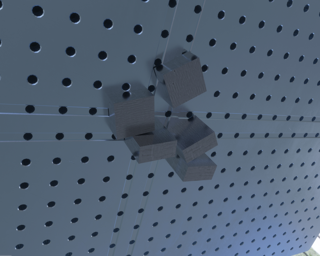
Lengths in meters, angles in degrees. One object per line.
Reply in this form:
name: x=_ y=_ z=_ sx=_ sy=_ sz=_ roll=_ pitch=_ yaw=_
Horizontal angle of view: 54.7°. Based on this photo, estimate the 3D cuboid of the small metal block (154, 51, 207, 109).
small metal block: x=0.027 y=-0.060 z=0.390 sx=0.050 sy=0.025 sz=0.050 roll=-28 pitch=128 yaw=-11

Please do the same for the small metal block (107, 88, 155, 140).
small metal block: x=-0.035 y=-0.018 z=0.382 sx=0.050 sy=0.025 sz=0.050 roll=-14 pitch=124 yaw=-21

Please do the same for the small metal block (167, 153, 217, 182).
small metal block: x=0.046 y=0.052 z=0.455 sx=0.050 sy=0.050 sz=0.025 roll=2 pitch=118 yaw=-30

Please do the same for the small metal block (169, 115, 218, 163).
small metal block: x=0.043 y=0.014 z=0.430 sx=0.050 sy=0.050 sz=0.025 roll=-29 pitch=129 yaw=-10

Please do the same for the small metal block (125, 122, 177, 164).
small metal block: x=-0.013 y=0.017 z=0.400 sx=0.050 sy=0.050 sz=0.025 roll=-9 pitch=123 yaw=-24
